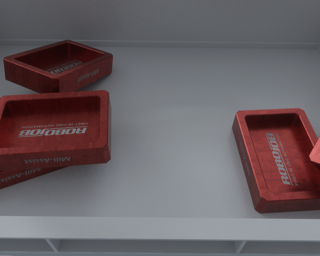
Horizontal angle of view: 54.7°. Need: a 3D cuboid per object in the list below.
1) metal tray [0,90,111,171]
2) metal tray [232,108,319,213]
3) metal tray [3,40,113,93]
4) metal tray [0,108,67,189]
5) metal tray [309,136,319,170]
[{"bbox_3d":[-0.124,0.000,0.360,0.131,0.030,0.090,-4,50,-4],"label":"metal tray"},{"bbox_3d":[0.147,0.034,0.374,0.091,0.030,0.130,-2,50,-3],"label":"metal tray"},{"bbox_3d":[-0.140,-0.090,0.447,0.090,0.030,0.131,21,33,17],"label":"metal tray"},{"bbox_3d":[-0.178,0.022,0.380,0.131,0.030,0.090,-18,53,-15],"label":"metal tray"},{"bbox_3d":[0.224,0.017,0.292,0.130,0.030,0.090,23,80,56],"label":"metal tray"}]
